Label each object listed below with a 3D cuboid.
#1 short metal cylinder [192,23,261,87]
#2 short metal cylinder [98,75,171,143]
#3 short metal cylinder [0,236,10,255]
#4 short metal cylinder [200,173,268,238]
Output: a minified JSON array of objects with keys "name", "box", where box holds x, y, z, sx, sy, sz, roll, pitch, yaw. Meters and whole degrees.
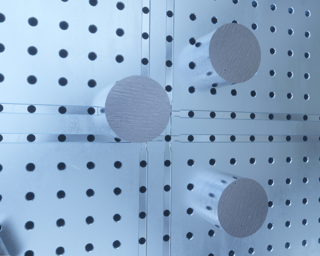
[{"name":"short metal cylinder","box":[0.092,-0.099,0.433,0.081,0.050,0.079,0,90,-20]},{"name":"short metal cylinder","box":[-0.033,-0.022,0.387,0.081,0.050,0.079,0,90,-20]},{"name":"short metal cylinder","box":[-0.193,0.151,0.312,0.081,0.080,0.050,-24,98,-18]},{"name":"short metal cylinder","box":[0.104,0.107,0.438,0.081,0.050,0.079,0,90,-20]}]
